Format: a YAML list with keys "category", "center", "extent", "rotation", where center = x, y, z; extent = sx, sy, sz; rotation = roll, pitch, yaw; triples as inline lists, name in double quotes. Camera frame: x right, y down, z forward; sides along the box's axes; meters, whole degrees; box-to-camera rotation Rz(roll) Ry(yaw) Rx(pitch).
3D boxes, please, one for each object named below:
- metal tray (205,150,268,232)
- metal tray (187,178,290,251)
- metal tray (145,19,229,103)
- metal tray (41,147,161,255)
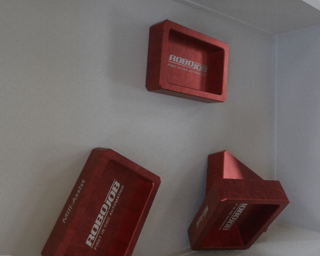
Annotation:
- category: "metal tray"
  center: [0.124, 0.103, 0.489]
  extent: [0.130, 0.030, 0.090]
  rotation: [35, 50, -34]
- category: "metal tray"
  center: [0.098, 0.119, 0.413]
  extent: [0.091, 0.129, 0.030]
  rotation: [5, 43, -14]
- category: "metal tray"
  center: [0.043, -0.088, 0.438]
  extent: [0.131, 0.030, 0.089]
  rotation: [6, 86, -40]
- category: "metal tray"
  center: [-0.061, 0.098, 0.352]
  extent: [0.090, 0.030, 0.130]
  rotation: [36, 68, -34]
